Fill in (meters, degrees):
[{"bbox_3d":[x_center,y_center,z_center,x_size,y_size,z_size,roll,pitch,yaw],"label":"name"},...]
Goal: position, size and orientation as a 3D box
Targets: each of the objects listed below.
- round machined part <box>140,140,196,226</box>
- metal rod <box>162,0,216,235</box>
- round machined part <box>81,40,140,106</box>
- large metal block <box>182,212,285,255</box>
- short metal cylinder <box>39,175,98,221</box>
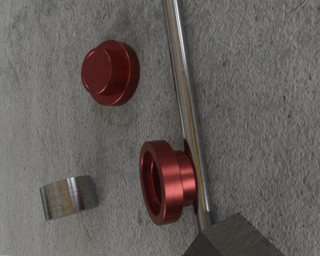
[{"bbox_3d":[0.009,0.062,0.368,0.098,0.042,0.097,175,90,-71],"label":"round machined part"},{"bbox_3d":[0.034,-0.021,0.376,0.025,0.025,0.298,-13,82,39],"label":"metal rod"},{"bbox_3d":[-0.080,-0.082,0.460,0.098,0.042,0.097,0,90,40],"label":"round machined part"},{"bbox_3d":[0.077,0.138,0.306,0.080,0.081,0.050,43,116,31],"label":"large metal block"},{"bbox_3d":[-0.142,0.110,0.487,0.080,0.081,0.050,-26,74,37],"label":"short metal cylinder"}]
